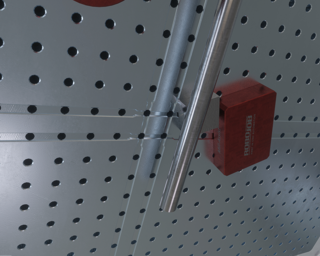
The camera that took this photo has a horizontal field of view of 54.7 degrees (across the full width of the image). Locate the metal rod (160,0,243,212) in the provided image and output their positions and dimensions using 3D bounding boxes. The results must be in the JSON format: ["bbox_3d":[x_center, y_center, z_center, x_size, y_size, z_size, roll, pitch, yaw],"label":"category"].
[{"bbox_3d":[0.045,-0.016,0.393,0.025,0.025,0.298,0,118,-29],"label":"metal rod"}]

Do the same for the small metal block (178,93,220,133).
[{"bbox_3d":[0.054,-0.020,0.428,0.050,0.025,0.050,-18,126,-18],"label":"small metal block"}]

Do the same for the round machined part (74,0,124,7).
[{"bbox_3d":[-0.059,-0.160,0.269,0.099,0.042,0.097,-14,124,-21],"label":"round machined part"}]

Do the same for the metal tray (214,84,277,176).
[{"bbox_3d":[0.130,0.005,0.483,0.091,0.030,0.129,-20,126,-17],"label":"metal tray"}]
